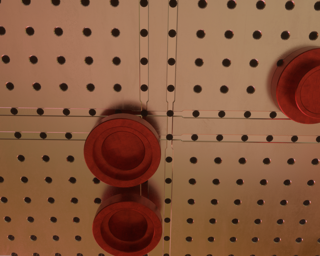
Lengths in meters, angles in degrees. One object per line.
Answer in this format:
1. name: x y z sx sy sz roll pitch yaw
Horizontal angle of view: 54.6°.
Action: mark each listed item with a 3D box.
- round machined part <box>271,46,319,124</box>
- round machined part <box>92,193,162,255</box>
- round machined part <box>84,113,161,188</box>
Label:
1. round machined part: 0.195 -0.050 0.387 0.099 0.042 0.097 0 110 0
2. round machined part: -0.046 0.137 0.454 0.099 0.042 0.097 0 110 0
3. round machined part: -0.048 0.027 0.414 0.099 0.042 0.097 0 110 0
